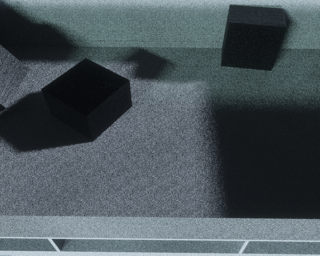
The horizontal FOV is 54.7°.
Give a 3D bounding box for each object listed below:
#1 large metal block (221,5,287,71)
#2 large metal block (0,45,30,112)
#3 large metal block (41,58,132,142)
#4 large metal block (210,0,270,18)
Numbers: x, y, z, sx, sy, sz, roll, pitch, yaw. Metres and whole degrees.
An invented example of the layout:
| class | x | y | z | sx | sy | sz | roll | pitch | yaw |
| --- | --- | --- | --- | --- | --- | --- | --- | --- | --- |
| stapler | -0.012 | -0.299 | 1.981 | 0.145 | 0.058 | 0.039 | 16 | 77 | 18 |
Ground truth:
| class | x | y | z | sx | sy | sz | roll | pitch | yaw |
| --- | --- | --- | --- | --- | --- | --- | --- | --- | --- |
| large metal block | 0.144 | -0.141 | 0.489 | 0.080 | 0.080 | 0.050 | 7 | 51 | 5 |
| large metal block | -0.239 | -0.072 | 0.419 | 0.050 | 0.080 | 0.080 | -20 | 43 | 30 |
| large metal block | -0.096 | -0.041 | 0.422 | 0.080 | 0.050 | 0.080 | 29 | 56 | 22 |
| large metal block | 0.158 | -0.251 | 0.603 | 0.080 | 0.050 | 0.080 | -33 | 57 | -25 |
